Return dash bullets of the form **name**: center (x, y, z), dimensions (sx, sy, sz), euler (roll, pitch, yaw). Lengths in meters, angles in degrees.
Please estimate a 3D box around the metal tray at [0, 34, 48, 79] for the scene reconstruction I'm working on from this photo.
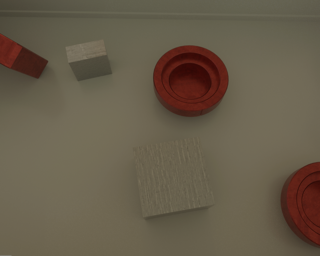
- **metal tray**: center (-0.223, -0.115, 0.401), dimensions (0.130, 0.090, 0.030), euler (30, 91, 0)

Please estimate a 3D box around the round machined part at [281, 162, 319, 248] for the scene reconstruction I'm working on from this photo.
- **round machined part**: center (0.193, 0.092, 0.369), dimensions (0.099, 0.042, 0.098), euler (0, 70, -1)

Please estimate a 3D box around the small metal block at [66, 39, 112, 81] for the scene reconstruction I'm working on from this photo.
- **small metal block**: center (-0.097, -0.093, 0.429), dimensions (0.050, 0.050, 0.025), euler (-14, 71, -5)

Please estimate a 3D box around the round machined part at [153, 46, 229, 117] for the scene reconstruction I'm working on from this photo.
- **round machined part**: center (0.040, -0.060, 0.423), dimensions (0.099, 0.042, 0.098), euler (0, 70, -1)

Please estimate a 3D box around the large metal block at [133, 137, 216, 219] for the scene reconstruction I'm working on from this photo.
- **large metal block**: center (0.014, 0.062, 0.374), dimensions (0.081, 0.050, 0.080), euler (-9, 70, -4)
